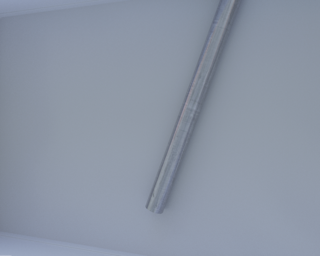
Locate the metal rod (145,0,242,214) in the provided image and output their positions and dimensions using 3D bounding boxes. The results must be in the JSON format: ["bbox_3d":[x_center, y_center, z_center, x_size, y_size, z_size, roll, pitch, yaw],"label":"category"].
[{"bbox_3d":[0.042,-0.032,0.395,0.025,0.025,0.299,22,97,18],"label":"metal rod"}]
